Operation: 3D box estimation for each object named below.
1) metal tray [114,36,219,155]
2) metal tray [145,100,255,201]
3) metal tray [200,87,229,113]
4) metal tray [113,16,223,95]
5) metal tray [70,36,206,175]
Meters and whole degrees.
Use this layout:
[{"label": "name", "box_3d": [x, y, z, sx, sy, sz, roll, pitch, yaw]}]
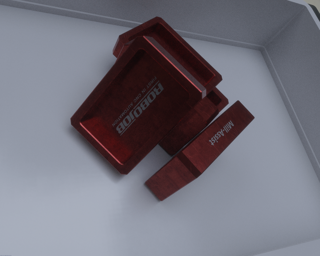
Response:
[{"label": "metal tray", "box_3d": [-0.003, -0.037, 0.383, 0.130, 0.090, 0.030, 45, 51, 2]}, {"label": "metal tray", "box_3d": [0.049, 0.026, 0.374, 0.030, 0.090, 0.131, 49, 51, 5]}, {"label": "metal tray", "box_3d": [0.028, -0.057, 0.453, 0.130, 0.030, 0.091, 46, 52, 5]}, {"label": "metal tray", "box_3d": [0.012, -0.085, 0.422, 0.130, 0.030, 0.090, 45, 51, 3]}, {"label": "metal tray", "box_3d": [-0.026, -0.023, 0.339, 0.090, 0.130, 0.030, 45, 20, 2]}]
